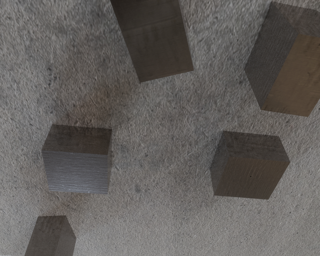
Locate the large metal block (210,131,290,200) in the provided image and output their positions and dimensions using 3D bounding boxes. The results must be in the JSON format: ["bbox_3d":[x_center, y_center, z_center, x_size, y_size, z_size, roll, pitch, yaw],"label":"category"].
[{"bbox_3d":[0.122,0.054,0.437,0.081,0.050,0.079,6,130,-5],"label":"large metal block"}]

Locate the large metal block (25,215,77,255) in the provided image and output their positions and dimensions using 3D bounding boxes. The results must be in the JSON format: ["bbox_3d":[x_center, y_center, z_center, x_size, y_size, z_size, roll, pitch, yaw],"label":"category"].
[{"bbox_3d":[-0.191,0.214,0.551,0.050,0.080,0.080,-3,130,2],"label":"large metal block"}]

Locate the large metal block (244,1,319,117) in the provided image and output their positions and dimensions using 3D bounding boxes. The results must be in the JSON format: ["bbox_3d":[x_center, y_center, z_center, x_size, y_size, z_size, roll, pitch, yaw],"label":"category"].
[{"bbox_3d":[0.131,-0.070,0.313,0.050,0.080,0.079,8,130,-7],"label":"large metal block"}]

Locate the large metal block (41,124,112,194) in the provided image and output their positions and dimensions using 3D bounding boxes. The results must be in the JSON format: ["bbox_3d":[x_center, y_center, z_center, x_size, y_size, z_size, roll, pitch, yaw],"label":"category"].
[{"bbox_3d":[-0.110,0.044,0.427,0.081,0.050,0.079,5,130,-4],"label":"large metal block"}]

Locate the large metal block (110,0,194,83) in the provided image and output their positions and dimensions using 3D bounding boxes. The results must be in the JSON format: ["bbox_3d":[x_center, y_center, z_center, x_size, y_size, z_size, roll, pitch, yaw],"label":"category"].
[{"bbox_3d":[-0.004,-0.101,0.285,0.050,0.080,0.080,-12,129,9],"label":"large metal block"}]
